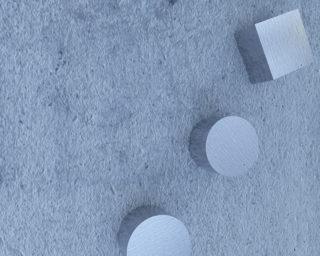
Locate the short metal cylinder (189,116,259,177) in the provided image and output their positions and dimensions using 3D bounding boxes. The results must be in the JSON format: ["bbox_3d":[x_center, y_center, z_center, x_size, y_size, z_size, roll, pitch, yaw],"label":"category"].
[{"bbox_3d":[0.087,0.024,0.428,0.081,0.050,0.080,0,90,-20],"label":"short metal cylinder"}]

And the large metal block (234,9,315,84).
[{"bbox_3d":[0.168,-0.119,0.458,0.081,0.050,0.080,-24,98,-19],"label":"large metal block"}]

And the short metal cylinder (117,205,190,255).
[{"bbox_3d":[-0.009,0.144,0.393,0.081,0.050,0.080,0,90,-20],"label":"short metal cylinder"}]

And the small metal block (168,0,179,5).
[{"bbox_3d":[0.018,-0.205,0.416,0.050,0.025,0.050,39,78,-16],"label":"small metal block"}]

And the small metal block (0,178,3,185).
[{"bbox_3d":[-0.209,0.060,0.332,0.050,0.025,0.050,-44,104,-15],"label":"small metal block"}]
